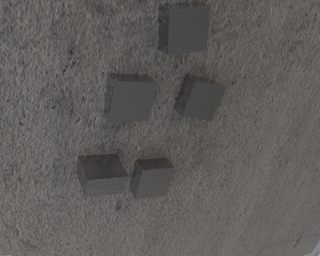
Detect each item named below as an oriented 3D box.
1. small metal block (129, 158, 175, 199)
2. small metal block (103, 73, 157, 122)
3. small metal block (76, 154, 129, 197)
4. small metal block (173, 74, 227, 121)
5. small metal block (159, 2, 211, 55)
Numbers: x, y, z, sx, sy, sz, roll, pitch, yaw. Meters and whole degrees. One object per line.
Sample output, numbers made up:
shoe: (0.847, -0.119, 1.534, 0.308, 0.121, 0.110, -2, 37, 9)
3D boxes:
small metal block: (-0.012, 0.072, 0.445, 0.050, 0.025, 0.050, -1, 119, -28)
small metal block: (-0.036, -0.035, 0.365, 0.050, 0.025, 0.050, -2, 120, -28)
small metal block: (-0.073, 0.058, 0.387, 0.050, 0.050, 0.025, -1, 119, -28)
small metal block: (0.052, -0.040, 0.411, 0.050, 0.025, 0.050, 7, 115, -32)
small metal block: (0.027, -0.113, 0.351, 0.050, 0.025, 0.050, -13, 124, -22)
